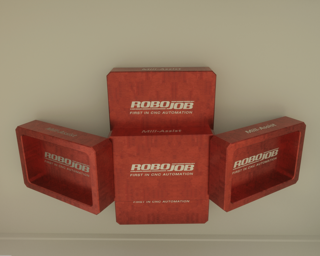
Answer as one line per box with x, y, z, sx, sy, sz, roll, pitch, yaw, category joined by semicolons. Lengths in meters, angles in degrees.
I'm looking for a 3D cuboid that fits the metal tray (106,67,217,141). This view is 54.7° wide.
0.002;-0.030;0.395;0.131;0.030;0.089;-1;110;-1;metal tray

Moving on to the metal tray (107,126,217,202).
0.003;0.046;0.392;0.131;0.030;0.089;-1;110;0;metal tray

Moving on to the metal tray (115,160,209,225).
0.003;0.090;0.439;0.131;0.030;0.089;-1;110;-1;metal tray

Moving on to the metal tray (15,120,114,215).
-0.120;0.046;0.390;0.130;0.030;0.089;12;114;26;metal tray

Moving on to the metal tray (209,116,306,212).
0.123;0.042;0.390;0.131;0.030;0.089;-13;113;-27;metal tray
